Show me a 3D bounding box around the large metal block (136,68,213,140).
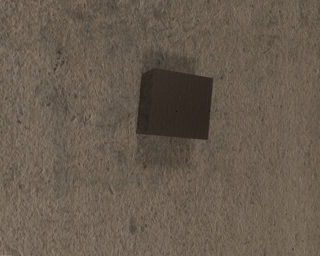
[{"bbox_3d":[0.018,-0.028,0.404,0.081,0.050,0.080,6,88,-20],"label":"large metal block"}]
